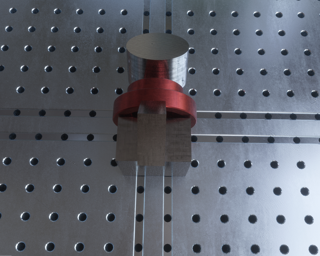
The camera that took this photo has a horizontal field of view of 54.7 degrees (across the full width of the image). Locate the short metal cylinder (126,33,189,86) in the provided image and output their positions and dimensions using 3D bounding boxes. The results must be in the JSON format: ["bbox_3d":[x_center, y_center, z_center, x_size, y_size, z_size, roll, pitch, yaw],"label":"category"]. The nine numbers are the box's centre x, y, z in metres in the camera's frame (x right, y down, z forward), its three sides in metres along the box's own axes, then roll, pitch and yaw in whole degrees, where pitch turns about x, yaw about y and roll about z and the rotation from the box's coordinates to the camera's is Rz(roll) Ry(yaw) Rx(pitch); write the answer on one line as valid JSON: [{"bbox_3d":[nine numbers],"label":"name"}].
[{"bbox_3d":[-0.003,-0.087,0.412,0.081,0.050,0.080,1,40,-1],"label":"short metal cylinder"}]

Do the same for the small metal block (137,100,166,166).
[{"bbox_3d":[-0.008,0.003,0.301,0.025,0.050,0.050,1,108,0],"label":"small metal block"}]

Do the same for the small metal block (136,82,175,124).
[{"bbox_3d":[-0.006,-0.034,0.423,0.050,0.025,0.050,1,70,0],"label":"small metal block"}]

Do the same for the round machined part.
[{"bbox_3d":[-0.006,-0.026,0.371,0.099,0.098,0.042,1,70,0],"label":"round machined part"}]

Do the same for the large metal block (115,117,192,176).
[{"bbox_3d":[-0.007,0.025,0.372,0.081,0.080,0.050,1,70,0],"label":"large metal block"}]
